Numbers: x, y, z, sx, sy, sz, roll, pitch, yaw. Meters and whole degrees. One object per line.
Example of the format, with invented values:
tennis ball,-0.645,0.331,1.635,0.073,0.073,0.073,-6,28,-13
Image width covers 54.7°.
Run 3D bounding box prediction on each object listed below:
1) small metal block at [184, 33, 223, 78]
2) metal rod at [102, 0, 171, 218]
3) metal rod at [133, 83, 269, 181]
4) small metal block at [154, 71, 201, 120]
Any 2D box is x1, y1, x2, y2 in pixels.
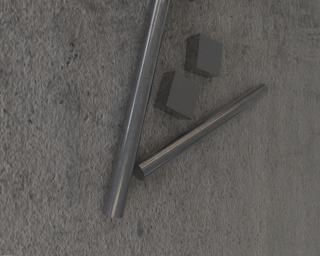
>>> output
small metal block,0.065,-0.105,0.459,0.050,0.025,0.050,11,83,-40
metal rod,-0.025,-0.043,0.383,0.025,0.025,0.299,20,78,-38
metal rod,0.078,-0.007,0.469,0.302,0.025,0.025,-30,109,-36
small metal block,0.024,-0.044,0.425,0.050,0.025,0.050,25,74,-37
